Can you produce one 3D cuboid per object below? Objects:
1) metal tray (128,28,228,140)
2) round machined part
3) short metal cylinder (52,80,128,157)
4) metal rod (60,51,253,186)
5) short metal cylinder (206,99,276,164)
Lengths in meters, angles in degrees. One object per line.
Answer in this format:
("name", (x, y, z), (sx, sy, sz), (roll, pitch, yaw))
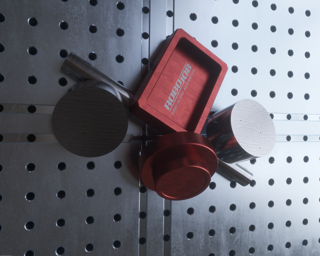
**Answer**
("metal tray", (0.028, -0.054, 0.404), (0.090, 0.030, 0.130), (34, 66, -17))
("round machined part", (0.025, 0.054, 0.384), (0.099, 0.042, 0.097), (-6, 134, -7))
("short metal cylinder", (-0.079, -0.012, 0.358), (0.081, 0.050, 0.079), (-3, 107, -9))
("metal rod", (0.008, -0.003, 0.415), (0.301, 0.025, 0.025), (33, 79, -17))
("short metal cylinder", (0.112, 0.006, 0.428), (0.081, 0.050, 0.080), (11, 68, -28))
